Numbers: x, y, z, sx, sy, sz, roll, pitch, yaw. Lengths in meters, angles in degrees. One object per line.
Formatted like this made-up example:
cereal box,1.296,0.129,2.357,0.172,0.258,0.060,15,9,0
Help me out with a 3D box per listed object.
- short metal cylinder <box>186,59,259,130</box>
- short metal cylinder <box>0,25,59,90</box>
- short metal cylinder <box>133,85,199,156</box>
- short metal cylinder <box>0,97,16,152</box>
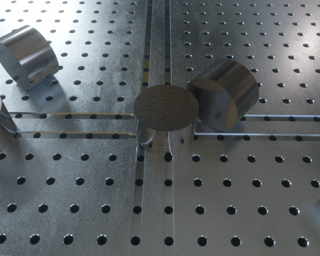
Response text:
short metal cylinder,0.082,-0.044,0.410,0.080,0.080,0.050,34,58,25
short metal cylinder,-0.196,-0.103,0.456,0.080,0.080,0.050,32,57,24
short metal cylinder,0.008,-0.011,0.400,0.081,0.050,0.080,0,50,0
short metal cylinder,-0.234,-0.005,0.393,0.081,0.050,0.080,0,50,0
